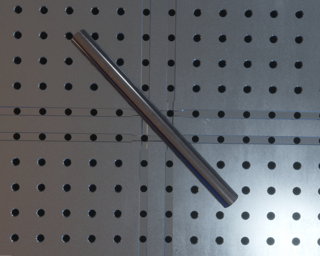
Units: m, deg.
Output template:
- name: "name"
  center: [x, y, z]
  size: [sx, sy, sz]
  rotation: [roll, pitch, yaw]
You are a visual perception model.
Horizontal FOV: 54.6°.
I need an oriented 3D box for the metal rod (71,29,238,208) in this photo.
- name: "metal rod"
  center: [-0.007, -0.012, 0.414]
  size: [0.025, 0.025, 0.300]
  rotation: [-43, 90, 0]
